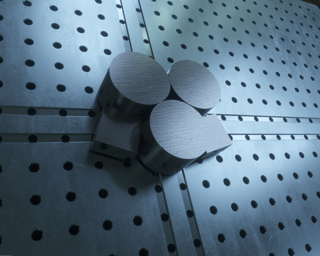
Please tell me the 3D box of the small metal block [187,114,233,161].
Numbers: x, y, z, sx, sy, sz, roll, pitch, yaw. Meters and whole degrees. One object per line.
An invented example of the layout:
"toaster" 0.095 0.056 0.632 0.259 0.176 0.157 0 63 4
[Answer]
"small metal block" 0.065 0.012 0.432 0.050 0.025 0.050 -15 70 -34

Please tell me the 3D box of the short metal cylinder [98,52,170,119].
"short metal cylinder" -0.034 -0.051 0.401 0.081 0.050 0.080 14 56 -21

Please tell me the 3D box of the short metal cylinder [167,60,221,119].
"short metal cylinder" 0.038 -0.049 0.438 0.081 0.050 0.080 14 56 -21

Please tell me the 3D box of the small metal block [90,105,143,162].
"small metal block" -0.051 0.007 0.372 0.050 0.025 0.050 19 54 -17

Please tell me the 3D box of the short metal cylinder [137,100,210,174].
"short metal cylinder" 0.014 0.012 0.388 0.081 0.050 0.080 14 56 -21
